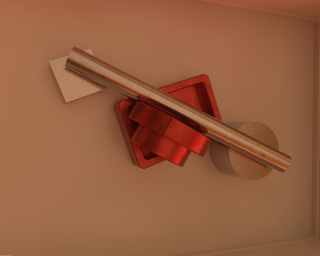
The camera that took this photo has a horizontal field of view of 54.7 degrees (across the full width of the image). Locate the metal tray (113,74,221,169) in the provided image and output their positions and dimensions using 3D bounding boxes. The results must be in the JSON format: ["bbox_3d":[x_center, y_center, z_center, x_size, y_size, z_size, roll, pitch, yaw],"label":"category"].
[{"bbox_3d":[0.015,-0.011,0.412,0.131,0.030,0.090,-20,97,-19],"label":"metal tray"}]

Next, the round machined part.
[{"bbox_3d":[0.006,0.011,0.360,0.098,0.098,0.042,29,88,-18],"label":"round machined part"}]

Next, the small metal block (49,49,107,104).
[{"bbox_3d":[-0.099,-0.062,0.373,0.050,0.025,0.050,-23,98,-19],"label":"small metal block"}]

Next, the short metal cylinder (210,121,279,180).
[{"bbox_3d":[0.119,0.031,0.441,0.081,0.050,0.079,0,90,-21],"label":"short metal cylinder"}]

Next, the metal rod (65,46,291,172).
[{"bbox_3d":[0.032,-0.016,0.378,0.301,0.025,0.025,26,81,-12],"label":"metal rod"}]
